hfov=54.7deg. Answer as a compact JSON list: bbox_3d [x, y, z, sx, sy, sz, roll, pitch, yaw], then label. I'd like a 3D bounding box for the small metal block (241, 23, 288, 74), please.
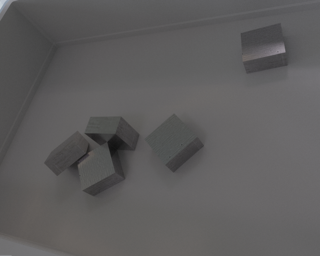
[{"bbox_3d":[0.133,-0.102,0.398,0.050,0.025,0.050,-9,58,23],"label":"small metal block"}]

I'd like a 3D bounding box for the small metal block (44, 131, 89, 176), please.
[{"bbox_3d":[-0.130,0.034,0.438,0.050,0.025,0.050,-39,15,2],"label":"small metal block"}]

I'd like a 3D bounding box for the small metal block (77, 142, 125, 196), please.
[{"bbox_3d":[-0.080,0.055,0.414,0.050,0.025,0.050,-29,52,9],"label":"small metal block"}]

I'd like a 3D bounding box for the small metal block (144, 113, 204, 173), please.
[{"bbox_3d":[0.017,0.018,0.386,0.050,0.025,0.050,-41,51,0],"label":"small metal block"}]

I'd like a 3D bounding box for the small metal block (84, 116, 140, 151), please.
[{"bbox_3d":[-0.064,0.008,0.419,0.050,0.050,0.025,0,62,28],"label":"small metal block"}]
